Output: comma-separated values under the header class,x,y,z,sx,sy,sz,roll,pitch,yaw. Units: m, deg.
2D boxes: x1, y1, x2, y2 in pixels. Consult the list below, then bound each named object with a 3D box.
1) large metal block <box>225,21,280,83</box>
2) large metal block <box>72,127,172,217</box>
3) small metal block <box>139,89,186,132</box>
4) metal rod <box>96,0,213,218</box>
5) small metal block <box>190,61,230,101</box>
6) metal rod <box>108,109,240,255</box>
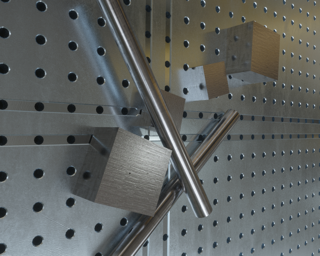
class,x,y,z,sx,sy,sz,roll,pitch,yaw
large metal block,0.157,-0.124,0.524,0.081,0.050,0.080,7,86,-40
large metal block,-0.041,0.050,0.358,0.080,0.050,0.080,26,74,-37
small metal block,0.004,-0.021,0.412,0.050,0.025,0.050,17,80,-39
metal rod,0.000,-0.018,0.375,0.025,0.025,0.299,-36,110,-34
small metal block,0.077,-0.072,0.473,0.050,0.025,0.050,-20,103,-38
metal rod,0.030,0.073,0.434,0.301,0.025,0.025,-46,118,-30
